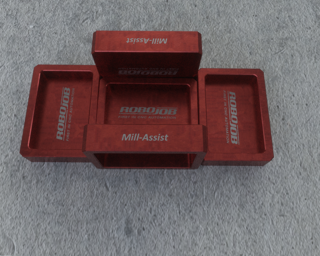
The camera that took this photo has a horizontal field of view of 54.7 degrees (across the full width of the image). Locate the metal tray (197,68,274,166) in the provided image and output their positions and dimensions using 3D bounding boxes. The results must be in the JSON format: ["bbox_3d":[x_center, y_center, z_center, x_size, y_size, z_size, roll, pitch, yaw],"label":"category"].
[{"bbox_3d":[0.095,-0.016,0.414,0.091,0.030,0.130,1,70,0],"label":"metal tray"}]

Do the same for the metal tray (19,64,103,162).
[{"bbox_3d":[-0.126,-0.021,0.413,0.091,0.030,0.130,1,70,0],"label":"metal tray"}]

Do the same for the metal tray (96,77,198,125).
[{"bbox_3d":[-0.016,-0.021,0.414,0.131,0.030,0.090,1,70,0],"label":"metal tray"}]

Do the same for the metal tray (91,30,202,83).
[{"bbox_3d":[-0.015,-0.088,0.407,0.131,0.090,0.030,0,70,0],"label":"metal tray"}]

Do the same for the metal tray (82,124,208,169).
[{"bbox_3d":[-0.016,0.025,0.364,0.131,0.090,0.030,0,70,0],"label":"metal tray"}]
